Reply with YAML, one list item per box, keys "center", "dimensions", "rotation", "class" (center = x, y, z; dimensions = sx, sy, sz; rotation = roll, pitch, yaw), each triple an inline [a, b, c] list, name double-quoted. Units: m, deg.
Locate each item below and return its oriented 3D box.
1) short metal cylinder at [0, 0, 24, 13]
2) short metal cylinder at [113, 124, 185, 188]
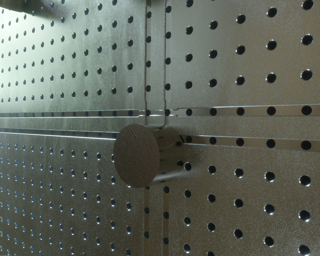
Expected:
- center: [-0.319, -0.275, 0.632]
  dimensions: [0.080, 0.081, 0.050]
  rotation: [33, 110, 35]
  class: "short metal cylinder"
- center: [-0.015, 0.034, 0.403]
  dimensions: [0.080, 0.050, 0.079]
  rotation: [0, 90, 39]
  class: "short metal cylinder"
